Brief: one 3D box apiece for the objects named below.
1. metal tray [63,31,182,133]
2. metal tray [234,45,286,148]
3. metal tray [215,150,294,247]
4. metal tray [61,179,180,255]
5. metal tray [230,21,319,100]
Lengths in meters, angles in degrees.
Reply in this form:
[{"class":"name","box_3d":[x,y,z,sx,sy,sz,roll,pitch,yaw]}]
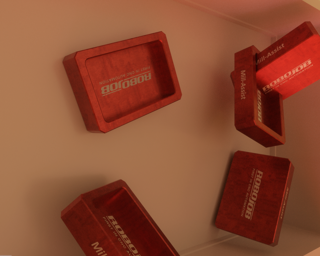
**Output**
[{"class":"metal tray","box_3d":[-0.038,-0.058,0.371,0.131,0.030,0.089,-27,107,-37]},{"class":"metal tray","box_3d":[0.149,-0.046,0.461,0.090,0.030,0.130,26,59,-38]},{"class":"metal tray","box_3d":[0.148,0.106,0.485,0.030,0.090,0.130,39,65,-50]},{"class":"metal tray","box_3d":[-0.029,0.118,0.309,0.130,0.030,0.090,51,15,11]},{"class":"metal tray","box_3d":[0.185,-0.086,0.464,0.090,0.130,0.030,28,41,-38]}]
